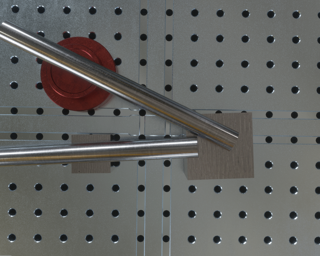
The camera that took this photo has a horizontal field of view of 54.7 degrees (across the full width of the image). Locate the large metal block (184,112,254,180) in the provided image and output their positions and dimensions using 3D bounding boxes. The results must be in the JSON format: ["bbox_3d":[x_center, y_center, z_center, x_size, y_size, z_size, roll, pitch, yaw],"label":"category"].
[{"bbox_3d":[0.072,0.022,0.399,0.081,0.050,0.079,-2,90,-1],"label":"large metal block"}]

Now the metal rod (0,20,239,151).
[{"bbox_3d":[-0.049,-0.050,0.364,0.301,0.025,0.025,26,90,2],"label":"metal rod"}]

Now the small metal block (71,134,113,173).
[{"bbox_3d":[-0.089,0.034,0.413,0.050,0.025,0.050,0,90,-1],"label":"small metal block"}]

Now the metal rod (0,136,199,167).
[{"bbox_3d":[-0.104,0.032,0.385,0.301,0.025,0.025,-4,90,10],"label":"metal rod"}]

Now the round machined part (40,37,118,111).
[{"bbox_3d":[-0.107,-0.071,0.403,0.099,0.042,0.097,0,90,-1],"label":"round machined part"}]
